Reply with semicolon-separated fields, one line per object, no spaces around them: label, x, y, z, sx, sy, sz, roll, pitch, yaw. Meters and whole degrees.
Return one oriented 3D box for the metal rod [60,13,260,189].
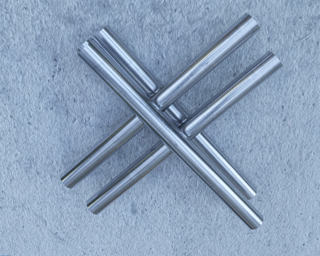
metal rod;-0.010;-0.024;0.375;0.300;0.025;0.025;-40;106;13

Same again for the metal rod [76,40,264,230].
metal rod;0.023;0.019;0.365;0.025;0.025;0.300;-41;106;13

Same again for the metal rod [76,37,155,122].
metal rod;0.008;0.004;0.412;0.025;0.025;0.300;-40;106;13

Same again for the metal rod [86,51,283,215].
metal rod;0.021;0.014;0.390;0.300;0.025;0.025;-40;106;13

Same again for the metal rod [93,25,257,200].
metal rod;0.029;-0.010;0.408;0.025;0.025;0.300;-40;106;13
